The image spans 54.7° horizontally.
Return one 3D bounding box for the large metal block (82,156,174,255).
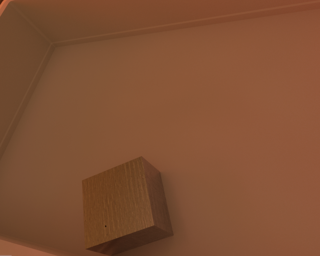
[{"bbox_3d":[-0.039,0.090,0.353,0.080,0.050,0.080,-23,53,14],"label":"large metal block"}]
